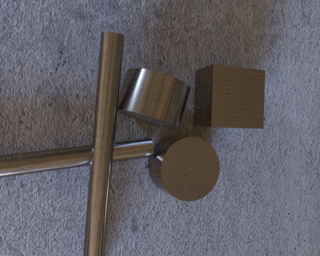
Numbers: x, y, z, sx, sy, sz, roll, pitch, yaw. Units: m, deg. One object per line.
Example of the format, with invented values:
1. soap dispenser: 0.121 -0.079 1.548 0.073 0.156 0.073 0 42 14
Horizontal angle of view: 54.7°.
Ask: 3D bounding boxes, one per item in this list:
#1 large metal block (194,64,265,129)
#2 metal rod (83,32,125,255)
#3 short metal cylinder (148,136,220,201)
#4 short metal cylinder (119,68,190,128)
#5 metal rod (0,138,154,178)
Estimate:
1. large metal block: 0.096 -0.040 0.431 0.081 0.050 0.080 2 89 -20
2. metal rod: -0.068 0.044 0.358 0.025 0.025 0.298 3 99 -20
3. short metal cylinder: 0.030 0.051 0.407 0.081 0.050 0.079 0 90 -20
4. short metal cylinder: -0.008 -0.034 0.377 0.081 0.080 0.050 18 84 -19
5. metal rod: -0.153 0.040 0.352 0.303 0.025 0.025 -6 92 -20
